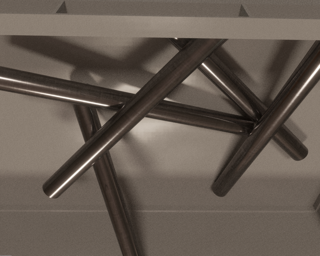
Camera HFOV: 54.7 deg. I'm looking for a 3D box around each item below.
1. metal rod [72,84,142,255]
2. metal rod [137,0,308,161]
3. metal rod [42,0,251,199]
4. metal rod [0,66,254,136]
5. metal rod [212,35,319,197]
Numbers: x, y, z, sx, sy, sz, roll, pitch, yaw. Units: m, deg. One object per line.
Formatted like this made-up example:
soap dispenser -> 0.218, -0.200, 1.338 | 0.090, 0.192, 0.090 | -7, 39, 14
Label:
metal rod -> -0.061, 0.090, 0.405 | 0.025, 0.025, 0.298 | -12, 105, 10
metal rod -> 0.093, -0.044, 0.373 | 0.301, 0.025, 0.025 | 37, 121, -28
metal rod -> -0.029, -0.018, 0.339 | 0.299, 0.025, 0.025 | -42, 120, 18
metal rod -> -0.025, -0.027, 0.365 | 0.302, 0.025, 0.025 | 10, 130, -17
metal rod -> 0.127, 0.006, 0.383 | 0.025, 0.025, 0.298 | 9, 140, -8
